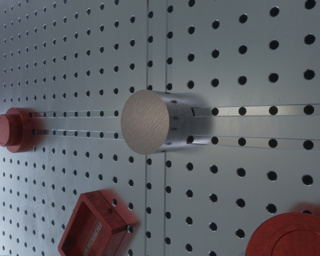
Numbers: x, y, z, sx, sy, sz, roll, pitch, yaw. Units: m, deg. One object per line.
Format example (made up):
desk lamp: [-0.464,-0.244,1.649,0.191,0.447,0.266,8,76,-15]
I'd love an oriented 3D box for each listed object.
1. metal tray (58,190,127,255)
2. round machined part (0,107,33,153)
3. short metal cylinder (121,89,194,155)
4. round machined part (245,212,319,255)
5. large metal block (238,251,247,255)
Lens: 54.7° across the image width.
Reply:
metal tray: [-0.113,0.178,0.499,0.090,0.030,0.129,40,114,32]
round machined part: [-0.314,0.005,0.658,0.098,0.042,0.097,0,90,40]
short metal cylinder: [-0.004,-0.007,0.397,0.080,0.050,0.079,0,90,40]
round machined part: [0.123,0.120,0.264,0.098,0.042,0.098,-7,58,11]
large metal block: [0.073,0.184,0.313,0.050,0.081,0.079,34,111,35]
